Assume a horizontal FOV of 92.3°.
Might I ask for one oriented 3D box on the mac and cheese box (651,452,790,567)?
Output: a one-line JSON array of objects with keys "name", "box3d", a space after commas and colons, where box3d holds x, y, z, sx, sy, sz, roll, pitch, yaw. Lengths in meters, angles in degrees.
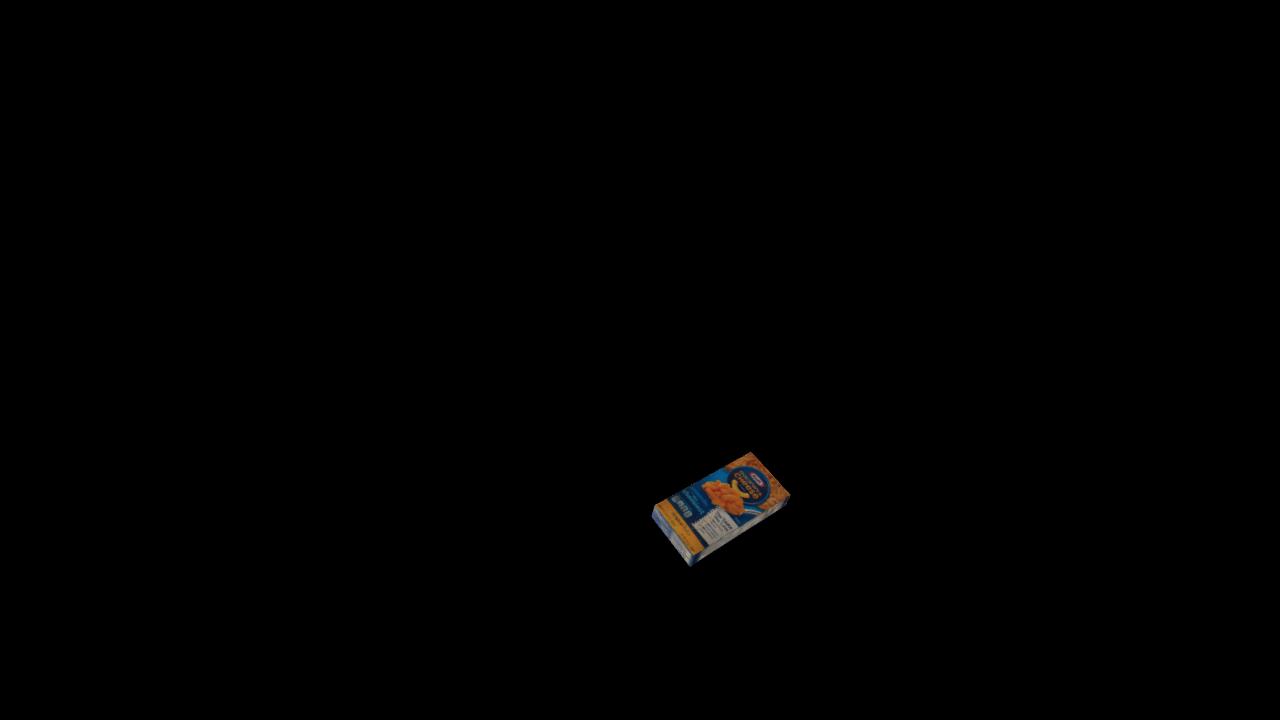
[{"name": "mac and cheese box", "box3d": [0.118, 0.211, 0.890, 0.184, 0.041, 0.093, -23, 52, -27]}]
